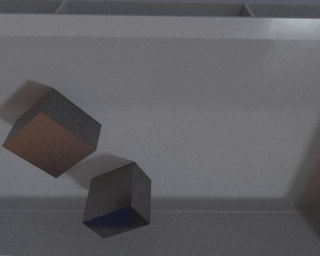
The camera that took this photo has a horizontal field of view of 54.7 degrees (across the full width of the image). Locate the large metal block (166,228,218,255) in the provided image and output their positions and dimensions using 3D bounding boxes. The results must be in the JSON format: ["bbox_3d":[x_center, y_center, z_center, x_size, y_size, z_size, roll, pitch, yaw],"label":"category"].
[{"bbox_3d":[0.059,0.241,0.601,0.081,0.050,0.079,7,130,-6],"label":"large metal block"}]

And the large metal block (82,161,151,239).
[{"bbox_3d":[-0.061,0.108,0.464,0.080,0.080,0.050,-23,127,18],"label":"large metal block"}]

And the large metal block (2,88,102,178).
[{"bbox_3d":[-0.136,0.009,0.399,0.080,0.050,0.080,-34,123,25],"label":"large metal block"}]
